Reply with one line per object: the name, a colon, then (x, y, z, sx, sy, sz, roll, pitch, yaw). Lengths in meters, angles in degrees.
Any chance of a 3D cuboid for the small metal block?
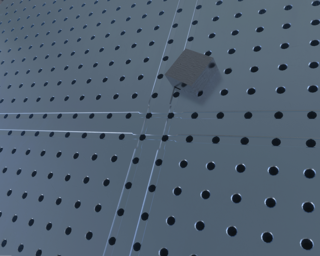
small metal block: (0.044, -0.078, 0.432, 0.050, 0.025, 0.050, 31, 78, 37)
